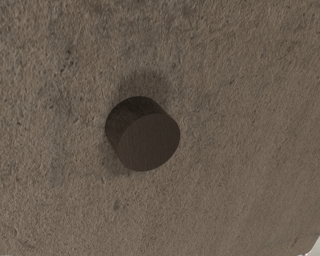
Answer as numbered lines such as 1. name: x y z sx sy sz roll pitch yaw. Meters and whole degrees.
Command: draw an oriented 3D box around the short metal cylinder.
1. short metal cylinder: -0.022 0.007 0.384 0.081 0.050 0.079 -14 125 -21
